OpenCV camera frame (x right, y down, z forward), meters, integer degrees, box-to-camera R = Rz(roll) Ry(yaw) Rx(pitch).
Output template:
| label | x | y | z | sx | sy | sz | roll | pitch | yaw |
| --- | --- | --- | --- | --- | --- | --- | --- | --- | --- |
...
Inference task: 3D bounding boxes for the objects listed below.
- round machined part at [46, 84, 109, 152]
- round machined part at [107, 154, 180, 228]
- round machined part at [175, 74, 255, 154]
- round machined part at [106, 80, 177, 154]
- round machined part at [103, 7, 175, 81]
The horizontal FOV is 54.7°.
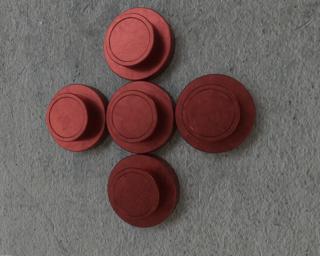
| label | x | y | z | sx | sy | sz | roll | pitch | yaw |
| --- | --- | --- | --- | --- | --- | --- | --- | --- | --- |
| round machined part | -0.121 | -0.014 | 0.443 | 0.098 | 0.042 | 0.097 | 0 | 90 | 19 |
| round machined part | -0.026 | 0.083 | 0.409 | 0.098 | 0.042 | 0.097 | 0 | 90 | 19 |
| round machined part | 0.065 | -0.017 | 0.378 | 0.098 | 0.042 | 0.097 | 0 | 90 | 19 |
| round machined part | -0.028 | -0.015 | 0.410 | 0.098 | 0.042 | 0.097 | 0 | 90 | 19 |
| round machined part | -0.032 | -0.112 | 0.412 | 0.098 | 0.042 | 0.097 | 0 | 90 | 19 |
